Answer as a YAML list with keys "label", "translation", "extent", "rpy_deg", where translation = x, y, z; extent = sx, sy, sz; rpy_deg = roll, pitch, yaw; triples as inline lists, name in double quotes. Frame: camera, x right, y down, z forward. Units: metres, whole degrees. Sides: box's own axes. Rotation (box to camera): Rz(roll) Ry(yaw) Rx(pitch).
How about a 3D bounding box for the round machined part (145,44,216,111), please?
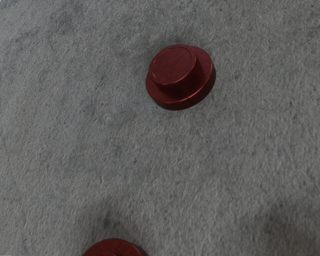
- label: "round machined part"
  translation: [0.024, -0.076, 0.426]
  extent: [0.098, 0.042, 0.098]
  rpy_deg: [-13, 56, 20]

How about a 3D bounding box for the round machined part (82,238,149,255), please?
- label: "round machined part"
  translation: [-0.056, 0.165, 0.320]
  extent: [0.098, 0.042, 0.098]
  rpy_deg: [-13, 56, 20]
